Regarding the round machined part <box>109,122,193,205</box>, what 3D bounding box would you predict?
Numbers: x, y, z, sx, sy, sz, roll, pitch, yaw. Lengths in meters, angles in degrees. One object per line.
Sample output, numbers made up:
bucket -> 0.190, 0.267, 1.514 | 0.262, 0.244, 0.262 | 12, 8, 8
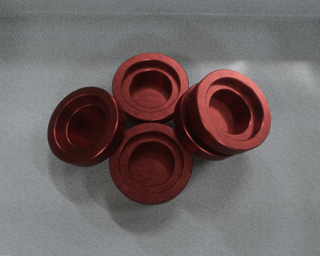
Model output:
round machined part -> -0.010, 0.045, 0.381 | 0.099, 0.042, 0.098 | 0, 70, 0

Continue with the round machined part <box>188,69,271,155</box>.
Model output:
round machined part -> 0.077, -0.016, 0.364 | 0.099, 0.042, 0.098 | 8, 68, -21

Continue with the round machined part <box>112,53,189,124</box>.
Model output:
round machined part -> -0.012, -0.048, 0.416 | 0.099, 0.042, 0.098 | 0, 70, 0

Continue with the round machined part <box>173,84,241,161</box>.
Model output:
round machined part -> 0.061, -0.006, 0.390 | 0.099, 0.042, 0.098 | 8, 68, -21

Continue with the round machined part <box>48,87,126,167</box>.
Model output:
round machined part -> -0.086, 0.001, 0.387 | 0.098, 0.042, 0.098 | -7, 68, 19
